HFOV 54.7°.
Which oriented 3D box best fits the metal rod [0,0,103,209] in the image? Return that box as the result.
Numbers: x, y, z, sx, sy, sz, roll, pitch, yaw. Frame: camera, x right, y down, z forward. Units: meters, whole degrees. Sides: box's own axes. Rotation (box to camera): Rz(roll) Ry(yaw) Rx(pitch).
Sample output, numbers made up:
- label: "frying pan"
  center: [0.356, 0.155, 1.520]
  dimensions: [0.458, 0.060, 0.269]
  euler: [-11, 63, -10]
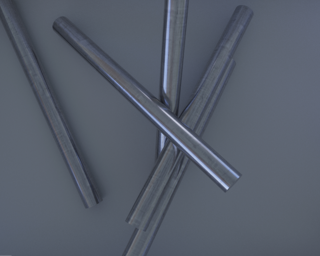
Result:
- label: "metal rod"
  center: [-0.148, -0.036, 0.410]
  dimensions: [0.025, 0.025, 0.299]
  euler: [-24, 90, 0]

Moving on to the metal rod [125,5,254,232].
- label: "metal rod"
  center: [0.042, -0.023, 0.369]
  dimensions: [0.025, 0.025, 0.300]
  euler: [28, 77, 0]

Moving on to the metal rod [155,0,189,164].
- label: "metal rod"
  center: [0.013, -0.067, 0.348]
  dimensions: [0.025, 0.025, 0.298]
  euler: [4, 116, 0]

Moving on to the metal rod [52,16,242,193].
- label: "metal rod"
  center: [-0.029, -0.041, 0.360]
  dimensions: [0.025, 0.025, 0.300]
  euler: [-47, 70, 0]

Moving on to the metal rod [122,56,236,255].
- label: "metal rod"
  center: [0.023, 0.041, 0.377]
  dimensions: [0.025, 0.025, 0.300]
  euler: [27, 76, 0]
